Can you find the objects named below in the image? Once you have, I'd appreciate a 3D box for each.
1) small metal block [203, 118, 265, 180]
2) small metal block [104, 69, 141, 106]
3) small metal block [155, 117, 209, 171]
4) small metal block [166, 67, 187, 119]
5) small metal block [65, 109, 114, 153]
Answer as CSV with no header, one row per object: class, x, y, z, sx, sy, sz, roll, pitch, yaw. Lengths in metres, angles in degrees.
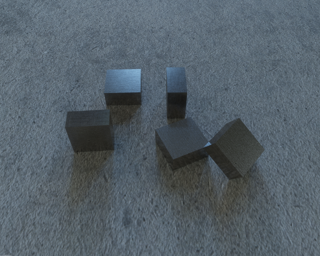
small metal block,0.088,0.025,0.368,0.050,0.025,0.050,-42,95,-29
small metal block,-0.053,-0.060,0.453,0.050,0.025,0.050,-1,50,-1
small metal block,0.027,0.019,0.387,0.050,0.025,0.050,-20,53,-16
small metal block,0.022,-0.048,0.427,0.025,0.050,0.050,-1,50,-1
small metal block,-0.085,0.004,0.383,0.050,0.050,0.025,-3,50,-3
